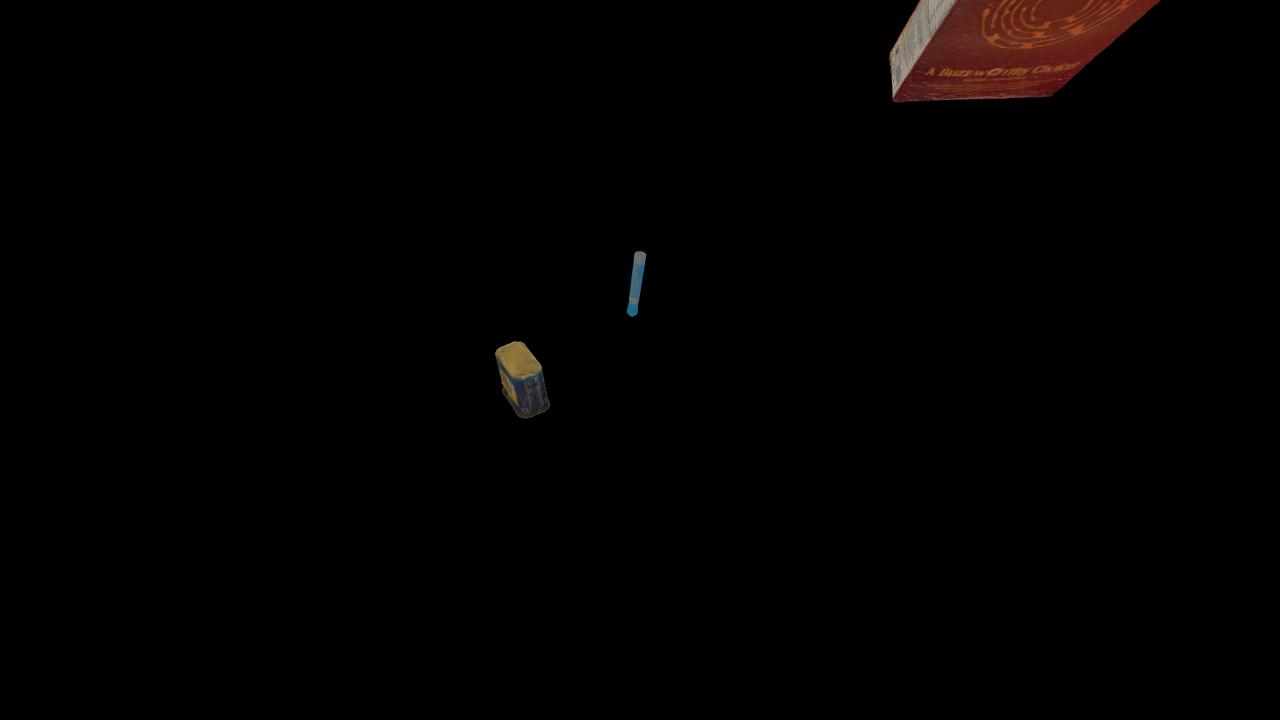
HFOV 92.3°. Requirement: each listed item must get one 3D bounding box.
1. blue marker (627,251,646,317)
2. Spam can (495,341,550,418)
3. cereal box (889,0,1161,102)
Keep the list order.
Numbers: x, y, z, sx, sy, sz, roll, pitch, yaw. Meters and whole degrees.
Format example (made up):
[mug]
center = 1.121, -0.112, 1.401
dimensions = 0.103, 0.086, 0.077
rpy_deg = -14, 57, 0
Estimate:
[blue marker]
center = -0.006, -0.121, 1.006
dimensions = 0.020, 0.121, 0.020
rpy_deg = 5, 40, -4
[Spam can]
center = -0.193, 0.031, 1.003
dimensions = 0.058, 0.085, 0.101
rpy_deg = -23, 42, -23
[cereal box]
center = 0.410, -0.379, 0.634
dimensions = 0.203, 0.081, 0.306
rpy_deg = -1, -6, 4
